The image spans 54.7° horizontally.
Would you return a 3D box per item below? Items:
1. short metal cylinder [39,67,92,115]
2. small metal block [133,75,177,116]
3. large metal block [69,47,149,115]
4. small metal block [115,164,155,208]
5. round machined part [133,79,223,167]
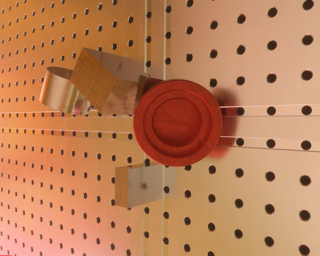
[{"bbox_3d":[-0.143,-0.059,0.488,0.080,0.081,0.050,31,110,35],"label":"short metal cylinder"},{"bbox_3d":[-0.003,-0.036,0.390,0.025,0.050,0.050,-145,65,-66],"label":"small metal block"},{"bbox_3d":[-0.061,-0.061,0.422,0.080,0.081,0.050,44,116,31],"label":"large metal block"},{"bbox_3d":[-0.033,0.077,0.419,0.025,0.050,0.050,0,90,40],"label":"small metal block"},{"bbox_3d":[0.019,-0.008,0.359,0.099,0.042,0.097,-1,101,-3],"label":"round machined part"}]
